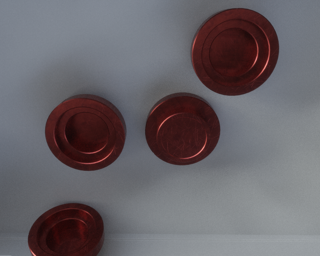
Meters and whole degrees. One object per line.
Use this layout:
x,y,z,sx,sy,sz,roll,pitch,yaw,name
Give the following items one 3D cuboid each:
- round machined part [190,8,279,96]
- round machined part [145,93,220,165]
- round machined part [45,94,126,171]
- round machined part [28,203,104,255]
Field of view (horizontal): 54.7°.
0.085,-0.091,0.369,0.099,0.042,0.097,0,110,0,round machined part
0.030,0.006,0.405,0.099,0.042,0.097,0,110,0,round machined part
-0.093,0.003,0.402,0.099,0.042,0.097,0,110,0,round machined part
-0.127,0.156,0.430,0.099,0.098,0.042,2,124,-1,round machined part
